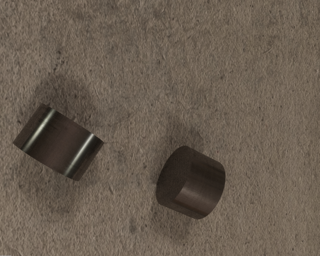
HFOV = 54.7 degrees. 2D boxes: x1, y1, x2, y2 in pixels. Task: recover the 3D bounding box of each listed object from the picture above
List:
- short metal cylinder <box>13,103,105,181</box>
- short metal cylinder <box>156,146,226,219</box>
[{"bbox_3d":[-0.109,0.016,0.340,0.080,0.080,0.050,35,79,-17],"label":"short metal cylinder"},{"bbox_3d":[0.038,0.069,0.395,0.050,0.080,0.080,28,81,-18],"label":"short metal cylinder"}]
